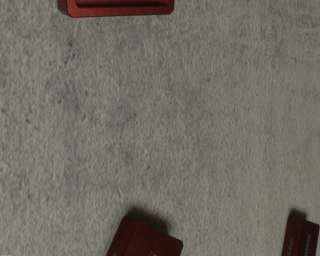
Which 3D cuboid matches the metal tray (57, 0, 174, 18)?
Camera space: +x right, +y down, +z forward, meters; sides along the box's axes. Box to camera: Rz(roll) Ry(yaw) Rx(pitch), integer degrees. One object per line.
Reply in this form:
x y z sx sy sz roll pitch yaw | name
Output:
-0.044 -0.169 0.332 0.131 0.030 0.089 -14 122 -31 | metal tray

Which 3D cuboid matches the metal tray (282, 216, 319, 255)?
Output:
0.296 0.260 0.654 0.090 0.030 0.130 25 74 -37 | metal tray

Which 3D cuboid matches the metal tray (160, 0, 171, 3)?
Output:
-0.025 -0.225 0.381 0.131 0.030 0.089 10 84 -40 | metal tray

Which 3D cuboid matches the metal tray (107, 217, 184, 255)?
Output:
-0.030 0.187 0.378 0.090 0.030 0.130 36 68 -34 | metal tray
